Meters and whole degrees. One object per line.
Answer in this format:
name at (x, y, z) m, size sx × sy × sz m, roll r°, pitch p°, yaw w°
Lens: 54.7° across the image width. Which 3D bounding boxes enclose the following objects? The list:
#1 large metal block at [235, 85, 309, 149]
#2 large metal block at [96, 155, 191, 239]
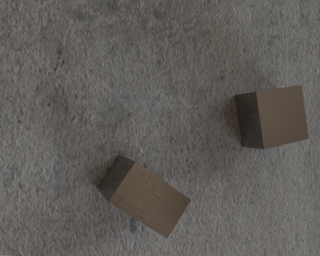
large metal block at (0.165, -0.017, 0.459) m, size 0.081 × 0.050 × 0.079 m, roll -10°, pitch 94°, yaw -20°
large metal block at (-0.023, 0.079, 0.372) m, size 0.080 × 0.080 × 0.050 m, roll 37°, pitch 78°, yaw -17°
